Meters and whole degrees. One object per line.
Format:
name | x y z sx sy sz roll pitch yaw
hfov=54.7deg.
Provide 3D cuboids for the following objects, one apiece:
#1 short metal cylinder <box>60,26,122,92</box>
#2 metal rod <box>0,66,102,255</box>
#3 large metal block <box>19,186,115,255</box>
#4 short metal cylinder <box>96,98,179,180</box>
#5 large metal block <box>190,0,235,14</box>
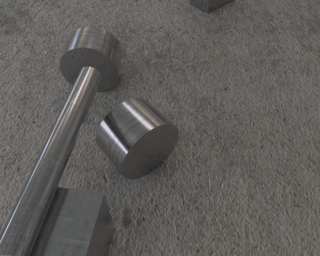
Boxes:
short metal cylinder | -0.098 -0.098 0.450 0.080 0.080 0.050 2 50 1
metal rod | -0.100 0.054 0.253 0.025 0.025 0.300 7 50 5
large metal block | -0.079 0.109 0.275 0.050 0.080 0.080 7 50 5
short metal cylinder | -0.025 0.013 0.357 0.080 0.080 0.050 -32 57 -24
large metal block | 0.108 -0.284 0.607 0.080 0.080 0.050 -33 58 -25
